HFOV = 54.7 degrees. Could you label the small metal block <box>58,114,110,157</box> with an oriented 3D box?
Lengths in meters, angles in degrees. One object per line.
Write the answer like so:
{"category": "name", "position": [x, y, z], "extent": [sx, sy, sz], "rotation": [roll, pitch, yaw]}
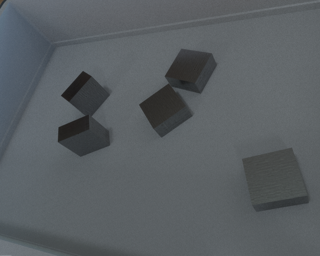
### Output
{"category": "small metal block", "position": [-0.106, 0.012, 0.436], "extent": [0.050, 0.050, 0.025], "rotation": [-21, 54, 15]}

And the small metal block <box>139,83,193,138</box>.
{"category": "small metal block", "position": [0.007, -0.024, 0.415], "extent": [0.050, 0.025, 0.050], "rotation": [-35, 51, 4]}

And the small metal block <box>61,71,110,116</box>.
{"category": "small metal block", "position": [-0.114, -0.051, 0.478], "extent": [0.025, 0.050, 0.050], "rotation": [33, 80, 38]}

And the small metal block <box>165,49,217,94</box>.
{"category": "small metal block", "position": [0.043, -0.080, 0.431], "extent": [0.050, 0.025, 0.050], "rotation": [19, 72, 35]}

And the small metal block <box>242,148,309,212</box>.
{"category": "small metal block", "position": [0.115, 0.053, 0.313], "extent": [0.050, 0.025, 0.050], "rotation": [-16, 55, 18]}
